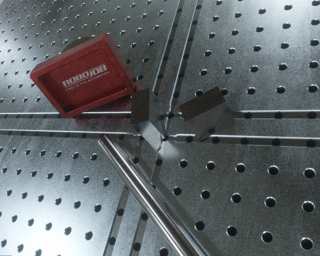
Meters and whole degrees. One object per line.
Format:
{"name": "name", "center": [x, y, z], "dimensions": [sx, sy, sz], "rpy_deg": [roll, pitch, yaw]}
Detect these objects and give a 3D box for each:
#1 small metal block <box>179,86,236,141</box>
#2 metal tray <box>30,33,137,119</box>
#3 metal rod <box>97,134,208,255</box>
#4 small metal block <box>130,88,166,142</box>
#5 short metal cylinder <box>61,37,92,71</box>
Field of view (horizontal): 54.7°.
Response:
{"name": "small metal block", "center": [0.058, -0.016, 0.371], "dimensions": [0.050, 0.050, 0.025], "rpy_deg": [-28, 53, 11]}
{"name": "metal tray", "center": [-0.113, -0.074, 0.466], "dimensions": [0.130, 0.090, 0.030], "rpy_deg": [-20, 34, 16]}
{"name": "metal rod", "center": [0.006, 0.102, 0.341], "dimensions": [0.025, 0.025, 0.300], "rpy_deg": [-43, 51, -2]}
{"name": "small metal block", "center": [-0.014, -0.016, 0.408], "dimensions": [0.025, 0.050, 0.050], "rpy_deg": [-13, 56, 21]}
{"name": "short metal cylinder", "center": [-0.126, -0.105, 0.520], "dimensions": [0.080, 0.050, 0.080], "rpy_deg": [-13, 56, 20]}
